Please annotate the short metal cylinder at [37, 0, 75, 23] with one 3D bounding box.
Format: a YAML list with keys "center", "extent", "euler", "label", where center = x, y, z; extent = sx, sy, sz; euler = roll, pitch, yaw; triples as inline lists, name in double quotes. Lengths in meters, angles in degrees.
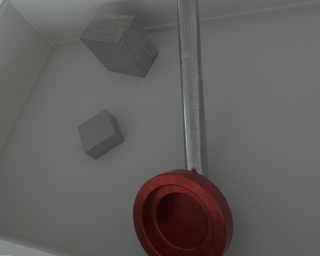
- center: [-0.226, -0.271, 0.655]
  extent: [0.050, 0.080, 0.080]
  euler: [-42, 51, 0]
  label: "short metal cylinder"

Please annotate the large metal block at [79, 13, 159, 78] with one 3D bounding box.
- center: [-0.061, -0.127, 0.478]
  extent: [0.080, 0.080, 0.050]
  euler: [18, 71, 34]
  label: "large metal block"

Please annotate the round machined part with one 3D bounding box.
- center: [0.025, 0.089, 0.308]
  extent: [0.098, 0.042, 0.097]
  euler: [3, 95, 30]
  label: "round machined part"

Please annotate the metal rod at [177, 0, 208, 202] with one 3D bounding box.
- center: [0.036, -0.068, 0.355]
  extent: [0.025, 0.025, 0.298]
  euler: [-6, 82, 25]
  label: "metal rod"

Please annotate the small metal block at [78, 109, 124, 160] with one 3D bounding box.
- center: [-0.085, 0.009, 0.443]
  extent: [0.050, 0.025, 0.050]
  euler: [-32, 52, 7]
  label: "small metal block"
